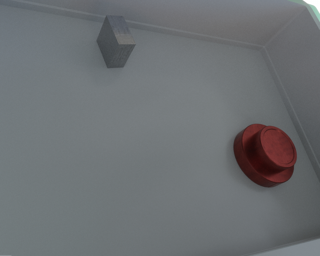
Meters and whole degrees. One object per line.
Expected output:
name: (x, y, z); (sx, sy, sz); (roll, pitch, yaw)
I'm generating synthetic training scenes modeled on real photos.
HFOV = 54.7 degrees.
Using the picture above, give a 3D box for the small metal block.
small metal block: (-0.062, -0.119, 0.430); (0.025, 0.050, 0.050); (-11, 67, -33)

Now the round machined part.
round machined part: (0.164, 0.036, 0.464); (0.099, 0.042, 0.098); (14, 56, -21)
